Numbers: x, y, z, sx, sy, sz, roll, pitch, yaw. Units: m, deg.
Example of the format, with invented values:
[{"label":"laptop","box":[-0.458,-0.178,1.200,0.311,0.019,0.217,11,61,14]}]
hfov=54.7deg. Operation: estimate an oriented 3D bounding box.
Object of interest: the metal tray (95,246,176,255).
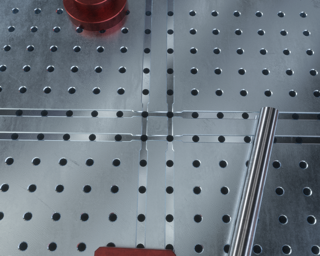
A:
[{"label":"metal tray","box":[-0.030,0.199,0.335,0.091,0.030,0.130,3,70,1]}]

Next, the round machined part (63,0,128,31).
[{"label":"round machined part","box":[-0.100,-0.202,0.476,0.099,0.042,0.098,0,70,0]}]

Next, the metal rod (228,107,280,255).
[{"label":"metal rod","box":[0.104,0.111,0.371,0.025,0.025,0.299,17,71,6]}]
